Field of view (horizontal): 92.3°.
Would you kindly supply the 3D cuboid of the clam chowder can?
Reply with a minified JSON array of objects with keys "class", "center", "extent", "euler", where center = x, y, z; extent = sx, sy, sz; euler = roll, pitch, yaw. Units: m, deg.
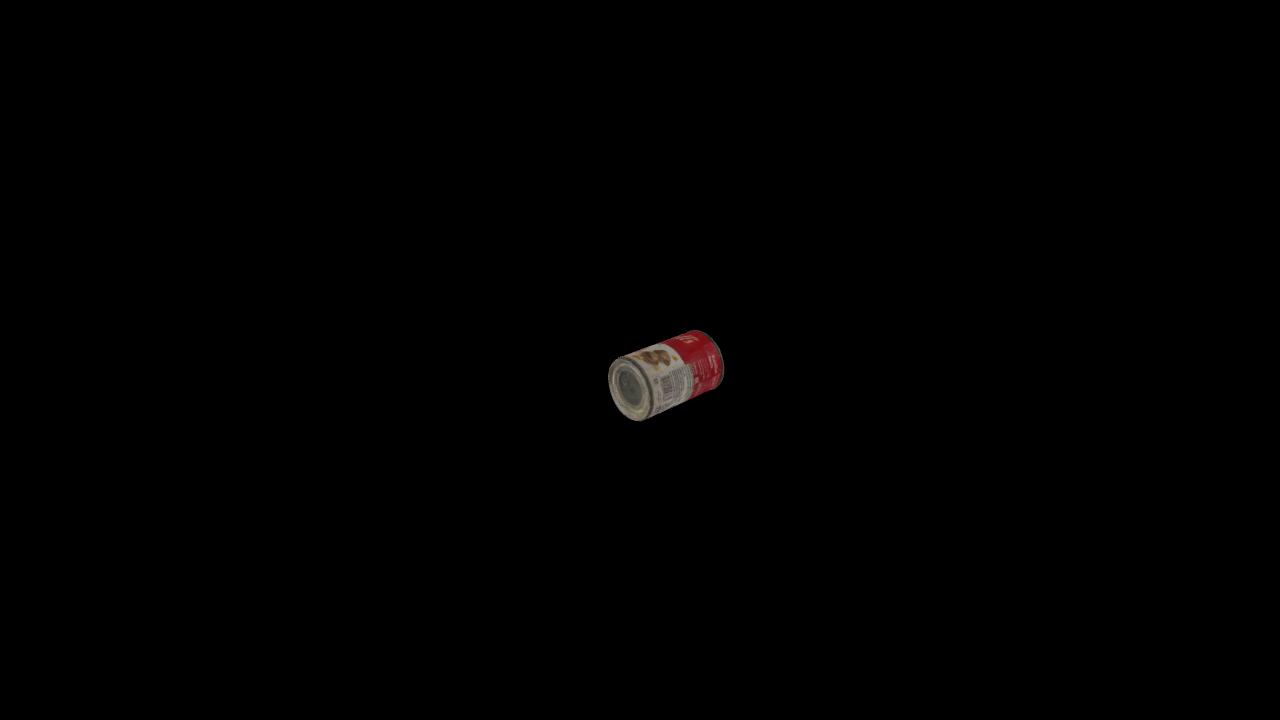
[{"class":"clam chowder can","center":[0.027,0.015,0.625],"extent":[0.102,0.068,0.068],"euler":[-22,13,-36]}]
